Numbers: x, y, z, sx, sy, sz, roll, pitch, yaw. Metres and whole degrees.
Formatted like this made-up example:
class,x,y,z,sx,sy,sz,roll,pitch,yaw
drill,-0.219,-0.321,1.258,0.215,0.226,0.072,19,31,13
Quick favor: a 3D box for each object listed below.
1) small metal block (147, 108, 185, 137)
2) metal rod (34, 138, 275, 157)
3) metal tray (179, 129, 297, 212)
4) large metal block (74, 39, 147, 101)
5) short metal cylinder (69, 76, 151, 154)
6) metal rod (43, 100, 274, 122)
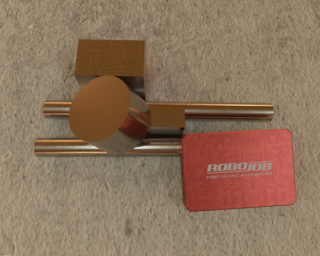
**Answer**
class,x,y,z,sx,sy,sz,roll,pitch,yaw
small metal block,0.005,-0.004,0.397,0.050,0.050,0.025,1,70,0
metal rod,-0.006,0.025,0.401,0.302,0.025,0.025,0,70,-1
metal tray,0.092,0.049,0.375,0.131,0.030,0.089,-3,88,-3
large metal block,-0.059,-0.071,0.406,0.081,0.080,0.050,1,70,0
short metal cylinder,-0.058,-0.014,0.363,0.080,0.050,0.080,-9,66,22
metal rod,-0.002,-0.023,0.418,0.302,0.025,0.025,1,70,0
